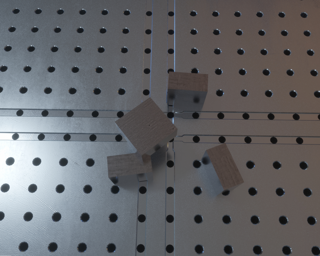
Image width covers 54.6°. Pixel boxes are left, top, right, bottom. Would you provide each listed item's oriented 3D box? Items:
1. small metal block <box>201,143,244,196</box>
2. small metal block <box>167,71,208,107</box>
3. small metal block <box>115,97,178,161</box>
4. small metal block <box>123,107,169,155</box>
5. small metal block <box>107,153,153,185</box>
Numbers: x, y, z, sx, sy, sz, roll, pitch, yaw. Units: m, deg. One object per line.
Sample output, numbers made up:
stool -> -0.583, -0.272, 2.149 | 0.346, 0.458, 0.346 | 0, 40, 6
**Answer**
small metal block -> 0.075, 0.052, 0.380 | 0.025, 0.050, 0.050 | -20, 71, -7
small metal block -> 0.036, -0.051, 0.417 | 0.050, 0.050, 0.025 | 4, 70, 2
small metal block -> -0.016, 0.001, 0.358 | 0.050, 0.025, 0.050 | -36, 74, -12
small metal block -> -0.017, 0.005, 0.397 | 0.050, 0.050, 0.025 | -30, 73, -10
small metal block -> -0.035, 0.050, 0.380 | 0.050, 0.050, 0.025 | -7, 71, -3
